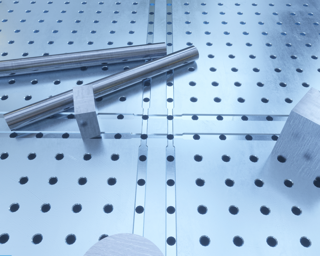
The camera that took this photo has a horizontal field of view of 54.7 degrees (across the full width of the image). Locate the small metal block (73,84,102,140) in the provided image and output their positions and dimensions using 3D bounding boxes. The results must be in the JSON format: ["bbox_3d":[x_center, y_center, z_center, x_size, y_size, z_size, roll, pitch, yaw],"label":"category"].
[{"bbox_3d":[-0.096,-0.021,0.408,0.025,0.050,0.050,-10,51,-8],"label":"small metal block"}]

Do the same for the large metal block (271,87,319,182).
[{"bbox_3d":[0.190,0.012,0.363,0.080,0.080,0.050,35,58,25],"label":"large metal block"}]

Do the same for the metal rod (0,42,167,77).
[{"bbox_3d":[-0.139,-0.108,0.497,0.302,0.025,0.025,-9,51,-7],"label":"metal rod"}]

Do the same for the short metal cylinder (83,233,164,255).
[{"bbox_3d":[-0.031,0.141,0.272,0.081,0.050,0.080,0,50,0],"label":"short metal cylinder"}]

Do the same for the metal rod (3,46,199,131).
[{"bbox_3d":[-0.073,-0.066,0.461,0.302,0.025,0.025,-24,54,-19],"label":"metal rod"}]
